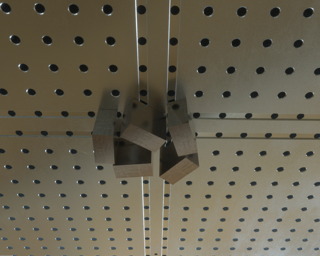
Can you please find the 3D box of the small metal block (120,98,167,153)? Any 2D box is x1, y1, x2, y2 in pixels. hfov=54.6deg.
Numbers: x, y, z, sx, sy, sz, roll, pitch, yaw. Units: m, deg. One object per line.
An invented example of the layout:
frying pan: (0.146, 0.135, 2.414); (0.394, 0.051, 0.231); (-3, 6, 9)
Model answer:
small metal block: (-0.020, -0.004, 0.392); (0.050, 0.050, 0.025); (27, 126, -21)

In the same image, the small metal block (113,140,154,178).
small metal block: (-0.035, 0.041, 0.429); (0.050, 0.050, 0.025); (-4, 130, 3)

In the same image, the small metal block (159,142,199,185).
small metal block: (0.026, 0.042, 0.430); (0.025, 0.050, 0.050); (35, 122, -25)

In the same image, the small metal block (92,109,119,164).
small metal block: (-0.070, 0.011, 0.404); (0.025, 0.050, 0.050); (3, 131, -2)

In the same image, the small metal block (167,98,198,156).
small metal block: (0.028, -0.001, 0.394); (0.025, 0.050, 0.050); (-13, 128, 10)
